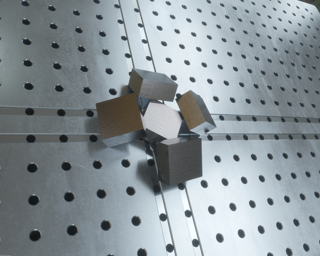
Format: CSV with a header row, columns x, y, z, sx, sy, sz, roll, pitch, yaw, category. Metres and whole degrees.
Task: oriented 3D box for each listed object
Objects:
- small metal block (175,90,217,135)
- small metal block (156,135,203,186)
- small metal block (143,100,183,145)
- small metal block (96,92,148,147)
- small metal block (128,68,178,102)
x,y,z,sx,sy,sz,roll,pitch,yaw,category
0.051,-0.020,0.435,0.050,0.025,0.050,19,44,-62,small metal block
0.025,0.039,0.383,0.050,0.025,0.050,-10,102,-33,small metal block
-0.001,-0.005,0.412,0.050,0.025,0.050,28,52,-11,small metal block
-0.046,-0.010,0.375,0.050,0.025,0.050,-16,65,2,small metal block
-0.010,-0.059,0.424,0.050,0.025,0.050,6,23,-25,small metal block
